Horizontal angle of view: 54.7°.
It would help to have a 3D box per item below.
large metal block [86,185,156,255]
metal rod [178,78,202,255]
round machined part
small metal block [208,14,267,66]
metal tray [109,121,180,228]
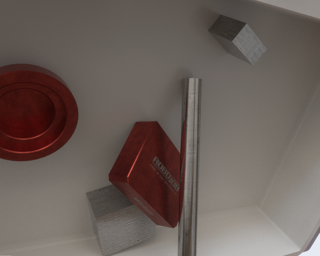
[{"bbox_3d":[-0.054,0.125,0.442,0.081,0.050,0.079,-15,125,-20],"label":"large metal block"},{"bbox_3d":[0.038,0.086,0.404,0.025,0.025,0.298,0,93,-29],"label":"metal rod"},{"bbox_3d":[-0.137,-0.018,0.312,0.099,0.042,0.097,-14,125,-21],"label":"round machined part"},{"bbox_3d":[0.094,-0.108,0.379,0.050,0.050,0.025,32,100,-39],"label":"small metal block"},{"bbox_3d":[-0.004,0.063,0.412,0.130,0.030,0.090,54,48,-39],"label":"metal tray"}]
